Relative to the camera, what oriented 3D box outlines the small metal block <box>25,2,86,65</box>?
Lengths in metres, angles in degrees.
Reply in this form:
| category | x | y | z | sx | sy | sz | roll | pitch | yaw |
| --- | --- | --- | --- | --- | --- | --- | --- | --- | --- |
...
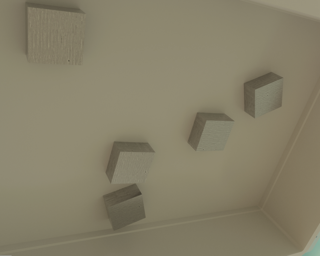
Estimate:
| category | x | y | z | sx | sy | sz | roll | pitch | yaw |
| --- | --- | --- | --- | --- | --- | --- | --- | --- | --- |
| small metal block | -0.101 | -0.089 | 0.298 | 0.050 | 0.025 | 0.050 | -3 | 120 | -27 |

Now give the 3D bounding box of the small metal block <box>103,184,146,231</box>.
| category | x | y | z | sx | sy | sz | roll | pitch | yaw |
| --- | --- | --- | --- | --- | --- | --- | --- | --- | --- |
| small metal block | -0.051 | 0.115 | 0.452 | 0.050 | 0.025 | 0.050 | -18 | 126 | -18 |

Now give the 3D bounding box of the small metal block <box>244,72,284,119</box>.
| category | x | y | z | sx | sy | sz | roll | pitch | yaw |
| --- | --- | --- | --- | --- | --- | --- | --- | --- | --- |
| small metal block | 0.154 | -0.049 | 0.462 | 0.050 | 0.025 | 0.050 | -23 | 127 | -15 |

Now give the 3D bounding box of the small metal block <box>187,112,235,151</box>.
| category | x | y | z | sx | sy | sz | roll | pitch | yaw |
| --- | --- | --- | --- | --- | --- | --- | --- | --- | --- |
| small metal block | 0.074 | 0.006 | 0.452 | 0.050 | 0.025 | 0.050 | 1 | 118 | -29 |

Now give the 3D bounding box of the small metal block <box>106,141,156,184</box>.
| category | x | y | z | sx | sy | sz | roll | pitch | yaw |
| --- | --- | --- | --- | --- | --- | --- | --- | --- | --- |
| small metal block | -0.040 | 0.047 | 0.415 | 0.050 | 0.025 | 0.050 | 4 | 116 | -30 |
